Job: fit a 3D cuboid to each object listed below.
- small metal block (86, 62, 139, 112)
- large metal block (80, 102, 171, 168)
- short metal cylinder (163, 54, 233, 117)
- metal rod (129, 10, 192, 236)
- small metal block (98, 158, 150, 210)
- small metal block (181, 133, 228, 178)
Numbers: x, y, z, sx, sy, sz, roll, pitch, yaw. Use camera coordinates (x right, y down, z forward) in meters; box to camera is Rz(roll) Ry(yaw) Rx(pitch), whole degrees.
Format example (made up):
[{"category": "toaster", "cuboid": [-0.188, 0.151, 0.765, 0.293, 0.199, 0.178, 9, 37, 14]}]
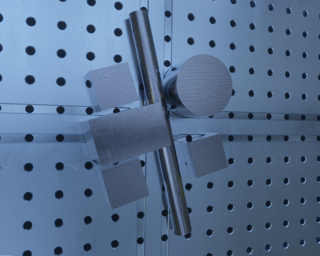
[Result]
[{"category": "small metal block", "cuboid": [-0.060, -0.051, 0.391, 0.050, 0.025, 0.050, -19, 97, -19]}, {"category": "large metal block", "cuboid": [-0.044, 0.006, 0.366, 0.081, 0.080, 0.050, -16, 96, -20]}, {"category": "short metal cylinder", "cuboid": [0.049, -0.055, 0.418, 0.081, 0.050, 0.079, 0, 90, -21]}, {"category": "metal rod", "cuboid": [0.002, -0.004, 0.414, 0.025, 0.025, 0.298, -13, 95, -20]}, {"category": "small metal block", "cuboid": [-0.047, 0.069, 0.396, 0.050, 0.025, 0.050, -17, 96, -20]}, {"category": "small metal block", "cuboid": [0.063, 0.037, 0.437, 0.050, 0.025, 0.050, -16, 96, -20]}]
